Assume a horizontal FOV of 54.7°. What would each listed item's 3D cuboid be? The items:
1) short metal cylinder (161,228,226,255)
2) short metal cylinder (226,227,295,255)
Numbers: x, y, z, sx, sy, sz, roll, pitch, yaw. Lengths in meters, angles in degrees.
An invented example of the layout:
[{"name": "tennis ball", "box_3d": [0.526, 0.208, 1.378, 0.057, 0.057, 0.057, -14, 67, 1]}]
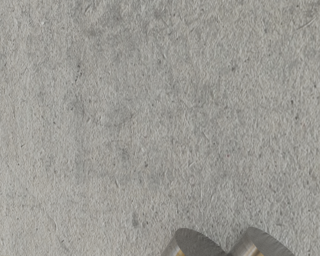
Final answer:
[{"name": "short metal cylinder", "box_3d": [0.040, 0.165, 0.366, 0.080, 0.080, 0.050, 33, 101, 17]}, {"name": "short metal cylinder", "box_3d": [0.115, 0.156, 0.339, 0.080, 0.080, 0.050, 36, 102, 16]}]
